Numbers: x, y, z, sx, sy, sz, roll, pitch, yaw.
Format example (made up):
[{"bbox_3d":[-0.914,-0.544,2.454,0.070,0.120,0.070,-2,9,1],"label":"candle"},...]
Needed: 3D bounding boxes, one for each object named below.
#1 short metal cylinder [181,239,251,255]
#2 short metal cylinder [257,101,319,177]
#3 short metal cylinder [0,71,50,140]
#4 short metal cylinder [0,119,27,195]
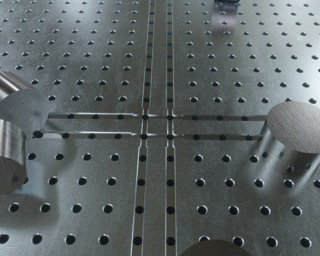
[{"bbox_3d":[0.048,0.146,0.269,0.081,0.050,0.080,0,50,0],"label":"short metal cylinder"},{"bbox_3d":[0.166,0.013,0.382,0.081,0.050,0.080,0,50,0],"label":"short metal cylinder"},{"bbox_3d":[-0.190,-0.025,0.391,0.050,0.080,0.080,32,57,24],"label":"short metal cylinder"},{"bbox_3d":[-0.191,0.034,0.342,0.081,0.080,0.050,-12,51,-10],"label":"short metal cylinder"}]
